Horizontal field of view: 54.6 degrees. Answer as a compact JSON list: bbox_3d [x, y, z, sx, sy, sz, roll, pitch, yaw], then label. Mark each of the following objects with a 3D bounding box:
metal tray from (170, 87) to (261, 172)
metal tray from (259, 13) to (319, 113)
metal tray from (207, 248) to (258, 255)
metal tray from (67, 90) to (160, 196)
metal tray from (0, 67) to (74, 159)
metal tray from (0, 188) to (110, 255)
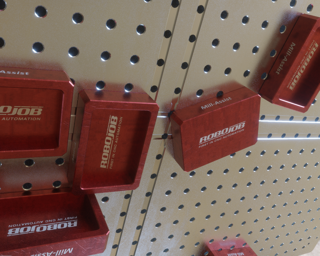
[{"bbox_3d":[0.083,0.002,0.454,0.131,0.030,0.090,-20,126,-17],"label":"metal tray"},{"bbox_3d":[0.217,-0.092,0.467,0.091,0.030,0.129,11,113,-33],"label":"metal tray"},{"bbox_3d":[0.146,0.309,0.678,0.131,0.030,0.089,10,113,-33],"label":"metal tray"},{"bbox_3d":[-0.060,0.020,0.386,0.091,0.030,0.129,1,118,-29],"label":"metal tray"},{"bbox_3d":[-0.159,-0.014,0.311,0.131,0.030,0.089,-1,119,-28],"label":"metal tray"},{"bbox_3d":[-0.136,0.113,0.364,0.131,0.090,0.030,0,118,-29],"label":"metal tray"}]
